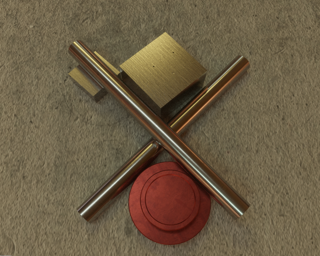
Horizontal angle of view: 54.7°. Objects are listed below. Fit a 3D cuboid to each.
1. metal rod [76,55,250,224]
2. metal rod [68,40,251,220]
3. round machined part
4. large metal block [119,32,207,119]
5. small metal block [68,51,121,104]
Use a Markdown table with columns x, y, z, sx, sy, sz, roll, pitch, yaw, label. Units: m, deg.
| x | y | z | sx | sy | sz | roll | pitch | yaw | label |
| --- | --- | --- | --- | --- | --- | --- | --- | --- | --- |
| 0.014 | 0.005 | 0.409 | 0.025 | 0.025 | 0.301 | 43 | 75 | 13 | metal rod |
| -0.011 | -0.007 | 0.385 | 0.025 | 0.025 | 0.300 | -42 | 76 | -14 | metal rod |
| 0.012 | 0.087 | 0.368 | 0.099 | 0.042 | 0.098 | 0 | 70 | -1 | round machined part |
| 0.004 | -0.069 | 0.422 | 0.080 | 0.050 | 0.080 | -40 | 75 | -14 | large metal block |
| -0.090 | -0.071 | 0.435 | 0.050 | 0.025 | 0.050 | 41 | 75 | 13 | small metal block |
